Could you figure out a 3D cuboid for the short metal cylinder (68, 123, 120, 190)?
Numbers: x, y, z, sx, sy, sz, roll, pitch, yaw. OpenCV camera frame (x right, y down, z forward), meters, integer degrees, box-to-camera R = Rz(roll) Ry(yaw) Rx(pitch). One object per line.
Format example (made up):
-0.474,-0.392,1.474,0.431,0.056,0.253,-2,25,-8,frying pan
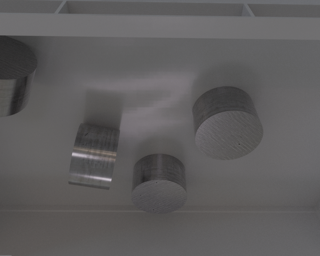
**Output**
-0.085,0.037,0.404,0.050,0.080,0.079,11,129,-9,short metal cylinder

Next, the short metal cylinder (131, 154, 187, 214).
-0.001,0.084,0.464,0.081,0.050,0.079,0,130,0,short metal cylinder

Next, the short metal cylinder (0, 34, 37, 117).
-0.175,-0.057,0.323,0.080,0.080,0.050,20,127,-16,short metal cylinder

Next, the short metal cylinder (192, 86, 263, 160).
0.082,-0.005,0.389,0.081,0.050,0.079,0,130,0,short metal cylinder
